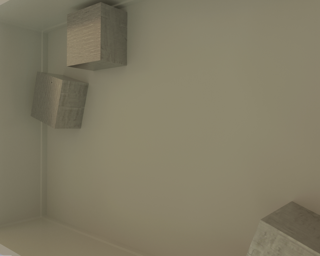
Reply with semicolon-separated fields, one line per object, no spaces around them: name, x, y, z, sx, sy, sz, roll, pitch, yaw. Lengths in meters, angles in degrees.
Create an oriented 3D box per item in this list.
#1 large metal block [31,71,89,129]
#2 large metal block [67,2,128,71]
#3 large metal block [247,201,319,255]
large metal block;-0.174;-0.048;0.535;0.080;0.050;0.079;21;103;38
large metal block;-0.096;-0.134;0.470;0.080;0.050;0.080;1;91;40
large metal block;0.115;0.120;0.276;0.050;0.081;0.079;26;107;37
